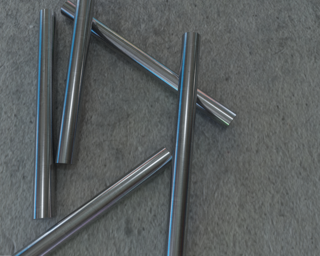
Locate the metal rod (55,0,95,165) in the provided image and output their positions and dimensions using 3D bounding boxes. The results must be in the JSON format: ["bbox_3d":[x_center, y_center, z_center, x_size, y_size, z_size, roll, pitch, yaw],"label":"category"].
[{"bbox_3d":[-0.111,-0.100,0.424,0.025,0.025,0.299,3,77,1],"label":"metal rod"}]

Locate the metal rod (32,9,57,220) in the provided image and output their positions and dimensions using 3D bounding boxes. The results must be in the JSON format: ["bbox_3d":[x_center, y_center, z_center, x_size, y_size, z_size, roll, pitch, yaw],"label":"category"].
[{"bbox_3d":[-0.154,-0.032,0.417,0.025,0.025,0.299,-6,70,-2],"label":"metal rod"}]

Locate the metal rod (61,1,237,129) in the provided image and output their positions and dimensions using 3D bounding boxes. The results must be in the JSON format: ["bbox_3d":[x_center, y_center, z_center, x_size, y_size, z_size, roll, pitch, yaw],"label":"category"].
[{"bbox_3d":[-0.023,-0.095,0.442,0.300,0.025,0.025,36,74,12],"label":"metal rod"}]

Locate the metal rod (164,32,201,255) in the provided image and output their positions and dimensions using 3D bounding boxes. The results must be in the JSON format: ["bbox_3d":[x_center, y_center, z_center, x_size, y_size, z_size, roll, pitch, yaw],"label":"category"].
[{"bbox_3d":[0.029,0.022,0.383,0.025,0.025,0.299,5,77,1],"label":"metal rod"}]

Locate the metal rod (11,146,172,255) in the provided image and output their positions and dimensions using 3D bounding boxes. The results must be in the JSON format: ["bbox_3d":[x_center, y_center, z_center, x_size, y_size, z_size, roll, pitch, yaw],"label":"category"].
[{"bbox_3d":[-0.109,0.118,0.363,0.301,0.025,0.025,-35,74,-12],"label":"metal rod"}]
